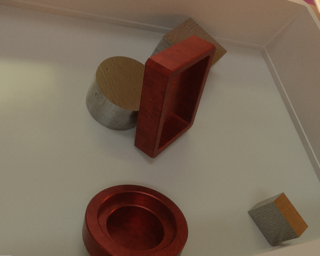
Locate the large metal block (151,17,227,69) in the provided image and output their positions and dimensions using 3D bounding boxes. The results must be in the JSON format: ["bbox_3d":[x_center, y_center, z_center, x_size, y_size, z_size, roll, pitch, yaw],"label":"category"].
[{"bbox_3d":[0.046,-0.115,0.486,0.080,0.050,0.080,43,51,1],"label":"large metal block"}]

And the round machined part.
[{"bbox_3d":[-0.026,0.103,0.302,0.099,0.042,0.098,13,27,-7],"label":"round machined part"}]

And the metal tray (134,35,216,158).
[{"bbox_3d":[0.016,-0.035,0.368,0.030,0.129,0.091,34,48,22],"label":"metal tray"}]

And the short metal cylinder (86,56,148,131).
[{"bbox_3d":[-0.048,-0.043,0.391,0.081,0.050,0.080,14,56,-21],"label":"short metal cylinder"}]

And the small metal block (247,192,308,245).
[{"bbox_3d":[0.151,0.118,0.401,0.025,0.050,0.050,-25,76,-37],"label":"small metal block"}]
